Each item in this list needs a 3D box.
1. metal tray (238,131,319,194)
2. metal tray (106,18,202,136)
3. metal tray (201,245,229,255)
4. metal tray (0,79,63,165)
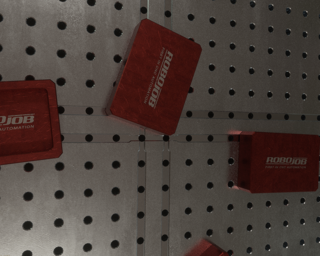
[{"bbox_3d":[0.186,0.053,0.481,0.131,0.030,0.089,3,89,-21],"label":"metal tray"},{"bbox_3d":[-0.007,-0.064,0.408,0.091,0.030,0.129,21,83,-19],"label":"metal tray"},{"bbox_3d":[0.085,0.248,0.443,0.090,0.030,0.130,-36,102,-17],"label":"metal tray"},{"bbox_3d":[-0.181,-0.005,0.343,0.131,0.030,0.089,-6,92,-20],"label":"metal tray"}]
